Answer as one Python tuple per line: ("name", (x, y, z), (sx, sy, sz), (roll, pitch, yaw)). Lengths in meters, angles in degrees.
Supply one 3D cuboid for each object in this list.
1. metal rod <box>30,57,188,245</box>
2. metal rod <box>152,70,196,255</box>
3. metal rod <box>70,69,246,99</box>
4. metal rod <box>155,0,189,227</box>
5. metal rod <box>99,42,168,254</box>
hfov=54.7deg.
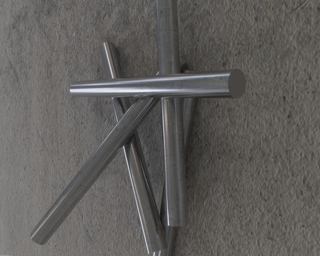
("metal rod", (-0.068, 0.030, 0.399), (0.025, 0.025, 0.299), (42, 96, 32))
("metal rod", (0.015, 0.078, 0.392), (0.025, 0.025, 0.298), (14, 99, 39))
("metal rod", (-0.032, -0.049, 0.372), (0.300, 0.025, 0.025), (7, 95, 49))
("metal rod", (0.013, -0.040, 0.360), (0.025, 0.025, 0.298), (-5, 87, 40))
("metal rod", (-0.041, 0.012, 0.421), (0.025, 0.025, 0.299), (-31, 65, 36))
